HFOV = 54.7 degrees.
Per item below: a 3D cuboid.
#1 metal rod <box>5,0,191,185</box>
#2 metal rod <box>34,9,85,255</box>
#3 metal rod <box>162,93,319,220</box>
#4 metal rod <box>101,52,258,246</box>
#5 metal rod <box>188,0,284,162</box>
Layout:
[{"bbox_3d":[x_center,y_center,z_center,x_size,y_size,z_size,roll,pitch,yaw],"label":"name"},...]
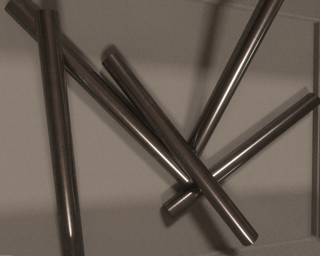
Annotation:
[{"bbox_3d":[-0.065,-0.036,0.387,0.300,0.025,0.025,46,76,-15],"label":"metal rod"},{"bbox_3d":[-0.112,0.022,0.354,0.025,0.025,0.298,-7,98,-20],"label":"metal rod"},{"bbox_3d":[0.131,0.033,0.460,0.302,0.025,0.025,-34,101,-17],"label":"metal rod"},{"bbox_3d":[0.028,0.030,0.400,0.025,0.025,0.300,-39,95,-16],"label":"metal rod"},{"bbox_3d":[0.098,-0.084,0.377,0.025,0.025,0.298,17,112,-20],"label":"metal rod"}]
